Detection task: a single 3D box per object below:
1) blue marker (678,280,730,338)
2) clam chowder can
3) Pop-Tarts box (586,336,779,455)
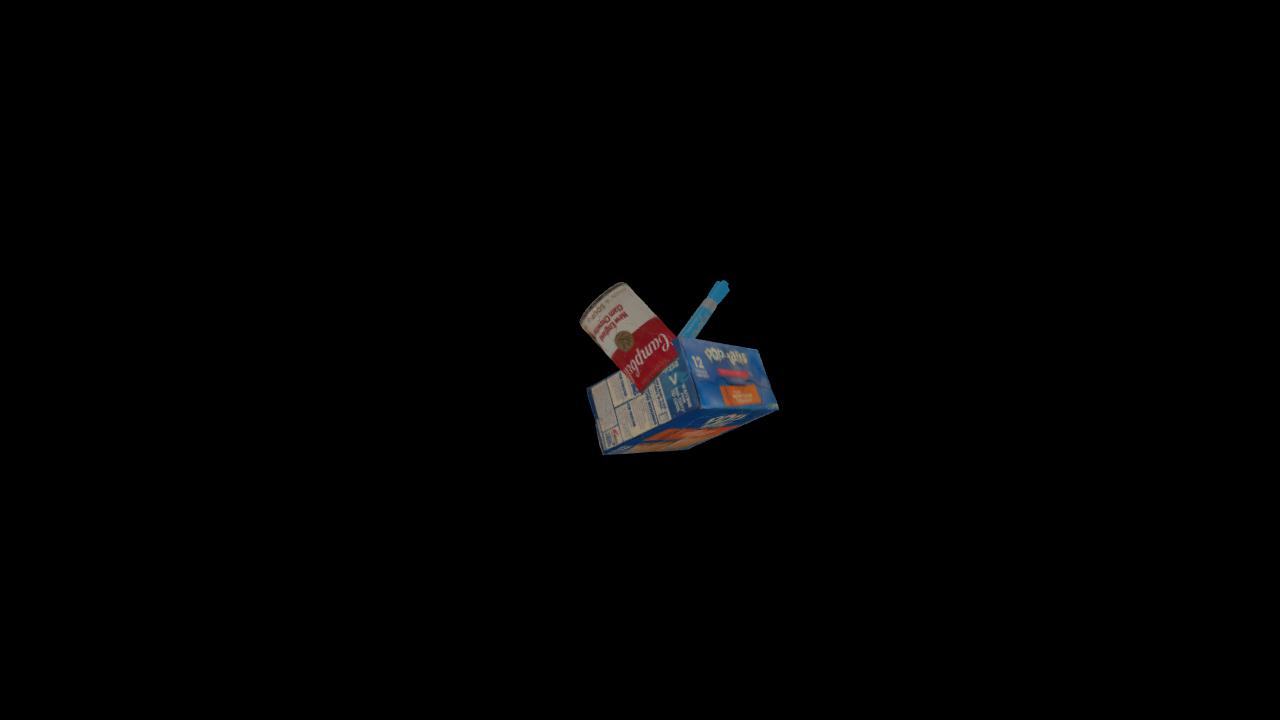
[{"bbox_3d":[0.064,-0.041,0.694,0.020,0.121,0.020,34,-12,8],"label":"blue marker"},{"bbox_3d":[-0.006,-0.023,0.641,0.068,0.102,0.068,-41,-8,-7],"label":"clam chowder can"},{"bbox_3d":[0.051,0.045,0.698,0.141,0.083,0.167,-30,-22,33],"label":"Pop-Tarts box"}]
